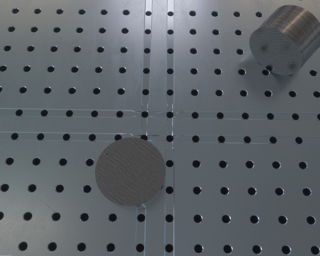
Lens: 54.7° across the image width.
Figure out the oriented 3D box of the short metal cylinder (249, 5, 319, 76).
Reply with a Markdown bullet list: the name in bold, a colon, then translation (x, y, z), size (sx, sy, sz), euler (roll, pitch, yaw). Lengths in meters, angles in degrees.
- **short metal cylinder**: translation (0.172, -0.120, 0.427), size (0.080, 0.080, 0.050), euler (41, 75, 13)

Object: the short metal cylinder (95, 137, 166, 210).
- **short metal cylinder**: translation (-0.034, 0.057, 0.377), size (0.081, 0.050, 0.080), euler (0, 70, 0)
